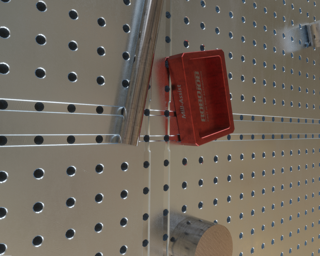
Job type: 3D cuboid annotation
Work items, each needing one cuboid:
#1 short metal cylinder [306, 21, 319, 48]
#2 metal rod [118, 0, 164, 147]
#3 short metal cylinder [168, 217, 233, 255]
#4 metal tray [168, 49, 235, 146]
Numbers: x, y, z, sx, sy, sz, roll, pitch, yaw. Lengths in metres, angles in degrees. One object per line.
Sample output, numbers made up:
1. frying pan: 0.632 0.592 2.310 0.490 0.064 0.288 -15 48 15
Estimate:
1. short metal cylinder: 0.371 -0.214 0.683 0.081 0.080 0.050 -29 108 -36
2. metal rod: -0.014 -0.125 0.396 0.025 0.025 0.299 16 80 -39
3. short metal cylinder: 0.059 0.172 0.442 0.081 0.050 0.080 0 90 -40
4. metal tray: 0.064 -0.047 0.458 0.091 0.030 0.129 -17 101 -39
